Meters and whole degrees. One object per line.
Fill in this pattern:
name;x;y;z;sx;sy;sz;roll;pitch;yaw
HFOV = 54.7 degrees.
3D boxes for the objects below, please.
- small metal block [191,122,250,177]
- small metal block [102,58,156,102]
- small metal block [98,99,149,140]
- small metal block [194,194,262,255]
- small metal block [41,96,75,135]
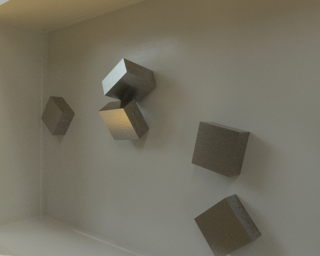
small metal block;0.068;0.023;0.351;0.050;0.025;0.050;17;101;38
small metal block;-0.043;-0.062;0.423;0.050;0.050;0.025;-39;52;33
small metal block;-0.051;-0.011;0.433;0.050;0.025;0.050;-4;122;40
small metal block;0.074;0.110;0.345;0.050;0.025;0.050;-45;63;31
small metal block;-0.185;-0.022;0.560;0.050;0.025;0.050;46;118;30
